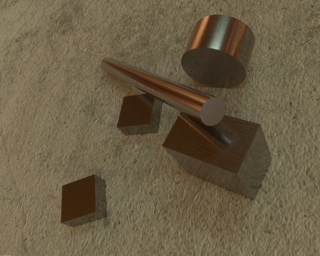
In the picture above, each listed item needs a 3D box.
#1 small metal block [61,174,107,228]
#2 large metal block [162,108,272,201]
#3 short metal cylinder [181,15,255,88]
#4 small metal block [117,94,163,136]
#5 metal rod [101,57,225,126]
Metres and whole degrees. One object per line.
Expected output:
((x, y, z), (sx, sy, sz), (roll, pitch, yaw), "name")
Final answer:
((-0.097, 0.093, 0.396), (0.050, 0.025, 0.050), (-21, 54, 15), "small metal block")
((0.062, 0.026, 0.320), (0.080, 0.080, 0.050), (18, 72, 35), "large metal block")
((0.073, -0.093, 0.387), (0.080, 0.080, 0.050), (7, 66, 31), "short metal cylinder")
((-0.027, -0.019, 0.428), (0.050, 0.025, 0.050), (-5, 59, 25), "small metal block")
((-0.021, -0.059, 0.386), (0.025, 0.025, 0.300), (-47, 32, -5), "metal rod")
